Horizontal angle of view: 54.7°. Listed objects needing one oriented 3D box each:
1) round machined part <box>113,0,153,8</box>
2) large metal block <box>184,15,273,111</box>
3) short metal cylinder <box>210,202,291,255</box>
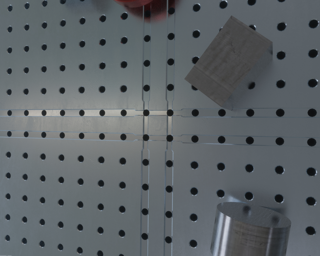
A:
[{"bbox_3d":[-0.031,-0.210,0.414,0.098,0.042,0.097,0,90,20],"label":"round machined part"},{"bbox_3d":[0.082,-0.068,0.354,0.050,0.080,0.080,40,103,15],"label":"large metal block"},{"bbox_3d":[0.101,0.120,0.348,0.080,0.080,0.050,9,93,19],"label":"short metal cylinder"}]
